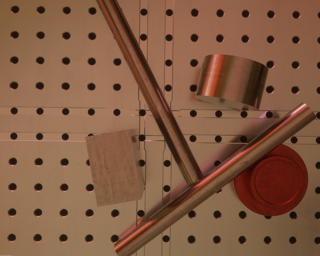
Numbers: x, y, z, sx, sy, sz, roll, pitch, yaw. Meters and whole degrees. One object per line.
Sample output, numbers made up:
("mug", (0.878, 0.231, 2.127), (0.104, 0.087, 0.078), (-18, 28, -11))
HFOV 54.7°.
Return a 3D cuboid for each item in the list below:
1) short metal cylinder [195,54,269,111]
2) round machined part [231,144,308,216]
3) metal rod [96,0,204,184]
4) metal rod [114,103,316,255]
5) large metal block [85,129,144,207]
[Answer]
("short metal cylinder", (0.089, -0.055, 0.387), (0.080, 0.080, 0.050), (14, 90, -1))
("round machined part", (0.147, 0.068, 0.407), (0.099, 0.042, 0.097), (0, 90, -1))
("metal rod", (-0.019, -0.065, 0.413), (0.025, 0.025, 0.299), (-26, 90, 0))
("metal rod", (0.064, 0.072, 0.393), (0.300, 0.025, 0.025), (-39, 91, 8))
("large metal block", (-0.052, 0.045, 0.385), (0.050, 0.080, 0.080), (-10, 90, 0))
